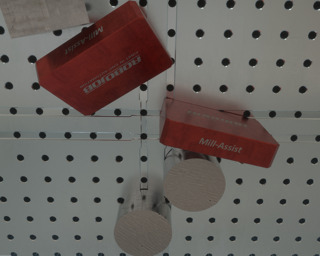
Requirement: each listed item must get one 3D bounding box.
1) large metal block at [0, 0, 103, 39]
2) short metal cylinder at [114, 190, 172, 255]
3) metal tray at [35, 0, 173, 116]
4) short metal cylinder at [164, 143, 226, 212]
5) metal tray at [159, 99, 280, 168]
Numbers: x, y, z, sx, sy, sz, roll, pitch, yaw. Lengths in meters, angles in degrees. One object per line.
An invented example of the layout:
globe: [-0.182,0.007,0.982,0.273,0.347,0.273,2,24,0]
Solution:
large metal block: [-0.113,-0.132,0.334,0.080,0.080,0.050,-10,110,4]
short metal cylinder: [-0.023,0.138,0.451,0.081,0.050,0.079,0,110,0]
metal tray: [-0.060,-0.073,0.355,0.130,0.030,0.090,-29,149,10]
short metal cylinder: [0.045,0.066,0.425,0.081,0.050,0.079,0,111,0]
metal tray: [0.066,0.003,0.380,0.131,0.090,0.030,13,110,-5]
